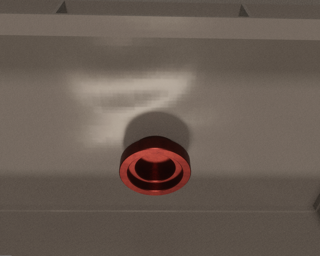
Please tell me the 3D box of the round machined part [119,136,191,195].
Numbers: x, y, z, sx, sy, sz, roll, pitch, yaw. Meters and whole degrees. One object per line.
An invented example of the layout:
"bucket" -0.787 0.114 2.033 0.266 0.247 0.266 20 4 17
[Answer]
"round machined part" -0.007 0.049 0.440 0.099 0.042 0.097 -1 130 0
